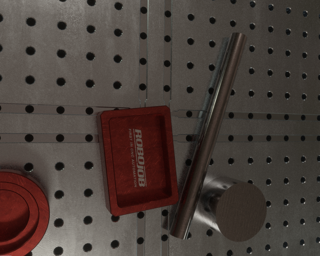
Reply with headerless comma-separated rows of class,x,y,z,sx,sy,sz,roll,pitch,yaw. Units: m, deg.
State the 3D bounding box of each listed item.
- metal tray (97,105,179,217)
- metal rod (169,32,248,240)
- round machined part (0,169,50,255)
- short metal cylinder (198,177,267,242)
metal tray,-0.028,0.039,0.400,0.091,0.030,0.129,-7,92,-20
metal rod,0.071,0.006,0.440,0.025,0.025,0.299,20,83,-19
round machined part,-0.174,0.093,0.340,0.099,0.042,0.097,0,90,-21
short metal cylinder,0.102,0.113,0.439,0.081,0.050,0.079,0,90,-20
